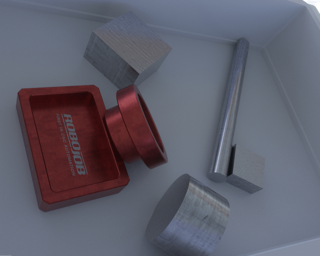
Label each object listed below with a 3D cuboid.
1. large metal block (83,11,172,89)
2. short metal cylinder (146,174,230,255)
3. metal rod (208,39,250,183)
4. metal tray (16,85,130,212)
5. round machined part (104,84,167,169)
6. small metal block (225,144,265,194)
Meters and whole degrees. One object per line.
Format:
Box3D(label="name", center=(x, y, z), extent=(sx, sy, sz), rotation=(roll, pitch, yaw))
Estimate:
Box3D(label="large metal block", center=(-0.044, -0.105, 0.431), extent=(0.080, 0.050, 0.080), rotation=(43, 51, 1))
Box3D(label="short metal cylinder", center=(0.028, 0.096, 0.329), extent=(0.050, 0.080, 0.080), rotation=(34, 51, -7))
Box3D(label="metal rod", center=(0.116, -0.047, 0.499), extent=(0.025, 0.025, 0.300), rotation=(29, 52, -11))
Box3D(label="metal tray", center=(-0.097, 0.016, 0.341), extent=(0.091, 0.030, 0.130), rotation=(-9, 66, -32))
Box3D(label="round machined part", center=(-0.030, 0.002, 0.355), extent=(0.042, 0.098, 0.098), rotation=(-23, 70, 4))
Box3D(label="small metal block", center=(0.118, 0.058, 0.436), extent=(0.050, 0.025, 0.050), rotation=(27, 52, -12))
